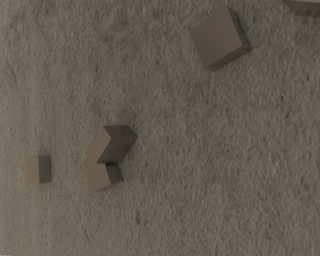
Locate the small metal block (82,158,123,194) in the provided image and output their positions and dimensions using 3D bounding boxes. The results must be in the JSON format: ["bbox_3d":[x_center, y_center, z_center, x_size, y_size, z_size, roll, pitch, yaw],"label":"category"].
[{"bbox_3d":[-0.088,0.067,0.475,0.050,0.025,0.050,-30,71,35],"label":"small metal block"}]

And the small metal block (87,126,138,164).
[{"bbox_3d":[-0.068,0.023,0.442,0.025,0.050,0.050,49,119,28],"label":"small metal block"}]

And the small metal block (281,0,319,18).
[{"bbox_3d":[0.142,-0.115,0.271,0.050,0.050,0.025,25,106,37],"label":"small metal block"}]

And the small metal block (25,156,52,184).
[{"bbox_3d":[-0.234,0.079,0.594,0.050,0.025,0.050,-5,87,39],"label":"small metal block"}]

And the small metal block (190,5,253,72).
[{"bbox_3d":[0.068,-0.099,0.348,0.050,0.025,0.050,-27,73,36],"label":"small metal block"}]
